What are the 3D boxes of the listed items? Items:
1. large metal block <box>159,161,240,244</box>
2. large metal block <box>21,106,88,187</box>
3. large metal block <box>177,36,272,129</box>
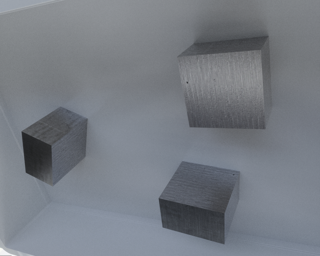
[{"bbox_3d":[0.054,0.092,0.401,0.080,0.080,0.050,8,122,24],"label":"large metal block"},{"bbox_3d":[-0.157,0.026,0.470,0.050,0.080,0.079,23,127,14],"label":"large metal block"},{"bbox_3d":[0.071,-0.047,0.326,0.080,0.050,0.079,2,119,27],"label":"large metal block"}]
